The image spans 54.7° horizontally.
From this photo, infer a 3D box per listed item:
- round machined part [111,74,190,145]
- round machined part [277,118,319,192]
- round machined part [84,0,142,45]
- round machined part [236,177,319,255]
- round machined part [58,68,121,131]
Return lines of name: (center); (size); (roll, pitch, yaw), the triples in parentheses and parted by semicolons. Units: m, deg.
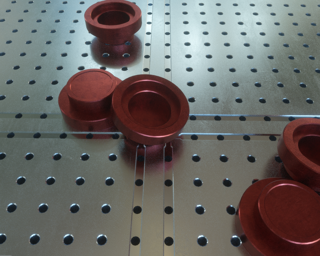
round machined part: (-0.015, -0.020, 0.403); (0.099, 0.042, 0.098); (8, 56, -11)
round machined part: (0.186, 0.035, 0.363); (0.099, 0.042, 0.098); (5, 42, -4)
round machined part: (-0.081, -0.185, 0.551); (0.099, 0.042, 0.098); (0, 50, 0)
round machined part: (0.132, 0.093, 0.320); (0.099, 0.042, 0.098); (0, 50, 0)
round machined part: (-0.093, -0.046, 0.434); (0.099, 0.042, 0.098); (1, 50, -1)
